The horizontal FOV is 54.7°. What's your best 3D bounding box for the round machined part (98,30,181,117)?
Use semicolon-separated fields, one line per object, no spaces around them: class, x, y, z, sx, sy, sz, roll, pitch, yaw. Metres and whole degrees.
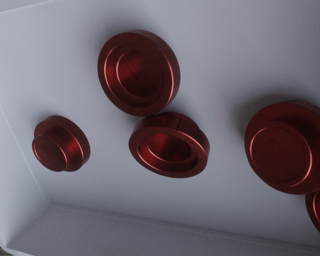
round machined part;-0.021;-0.066;0.364;0.098;0.042;0.097;12;120;23

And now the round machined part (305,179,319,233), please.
round machined part;0.209;0.086;0.322;0.098;0.042;0.097;43;145;41

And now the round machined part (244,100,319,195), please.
round machined part;0.129;0.022;0.319;0.098;0.042;0.097;16;113;44

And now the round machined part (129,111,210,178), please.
round machined part;0.014;0.017;0.388;0.098;0.042;0.097;11;139;10

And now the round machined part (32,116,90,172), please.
round machined part;-0.166;0.032;0.503;0.098;0.042;0.097;13;124;20
